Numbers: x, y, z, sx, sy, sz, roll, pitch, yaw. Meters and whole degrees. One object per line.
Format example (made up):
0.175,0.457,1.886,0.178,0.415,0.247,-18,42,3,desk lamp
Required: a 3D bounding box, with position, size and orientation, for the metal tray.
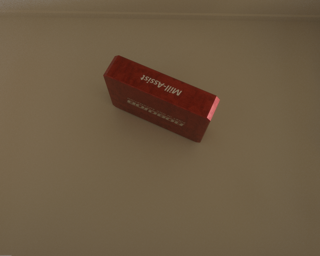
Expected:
0.001,-0.032,0.383,0.130,0.090,0.030,24,72,7,metal tray
